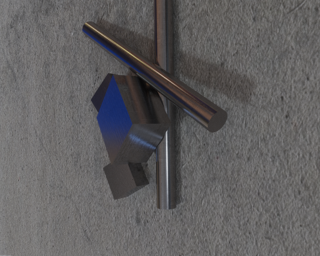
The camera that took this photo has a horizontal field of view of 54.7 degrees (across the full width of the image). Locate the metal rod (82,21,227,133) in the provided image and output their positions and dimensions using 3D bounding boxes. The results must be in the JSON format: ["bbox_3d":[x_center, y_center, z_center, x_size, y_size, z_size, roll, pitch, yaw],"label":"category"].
[{"bbox_3d":[-0.028,-0.082,0.397,0.300,0.025,0.025,42,116,41],"label":"metal rod"}]

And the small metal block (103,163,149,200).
[{"bbox_3d":[-0.049,0.068,0.444,0.050,0.025,0.050,-36,68,34],"label":"small metal block"}]

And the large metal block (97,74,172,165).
[{"bbox_3d":[-0.037,-0.010,0.395,0.079,0.050,0.080,-59,44,41],"label":"large metal block"}]

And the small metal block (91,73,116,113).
[{"bbox_3d":[-0.060,-0.047,0.436,0.050,0.050,0.025,-50,60,28],"label":"small metal block"}]

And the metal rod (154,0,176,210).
[{"bbox_3d":[0.006,-0.048,0.398,0.025,0.025,0.298,-1,89,39],"label":"metal rod"}]
